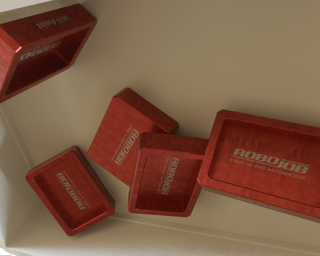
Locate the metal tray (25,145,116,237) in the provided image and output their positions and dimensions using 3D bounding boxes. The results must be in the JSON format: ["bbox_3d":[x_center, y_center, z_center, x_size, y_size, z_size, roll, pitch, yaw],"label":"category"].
[{"bbox_3d":[-0.145,0.105,0.514,0.090,0.030,0.130,-29,105,2],"label":"metal tray"}]

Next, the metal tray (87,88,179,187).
[{"bbox_3d":[-0.042,0.019,0.438,0.090,0.030,0.129,36,129,4],"label":"metal tray"}]

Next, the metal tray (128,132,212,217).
[{"bbox_3d":[0.010,0.066,0.410,0.091,0.030,0.129,7,130,-8],"label":"metal tray"}]

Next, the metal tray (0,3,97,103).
[{"bbox_3d":[-0.137,-0.089,0.356,0.030,0.131,0.090,44,129,-2],"label":"metal tray"}]

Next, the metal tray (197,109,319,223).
[{"bbox_3d":[0.115,0.037,0.328,0.130,0.090,0.030,13,162,20],"label":"metal tray"}]
